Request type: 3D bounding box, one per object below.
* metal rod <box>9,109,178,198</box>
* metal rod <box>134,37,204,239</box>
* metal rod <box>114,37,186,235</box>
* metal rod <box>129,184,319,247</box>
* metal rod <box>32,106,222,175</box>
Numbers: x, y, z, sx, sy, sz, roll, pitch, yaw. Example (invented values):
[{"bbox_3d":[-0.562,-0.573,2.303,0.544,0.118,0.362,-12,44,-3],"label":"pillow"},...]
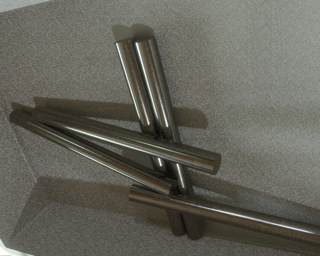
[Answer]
[{"bbox_3d":[-0.113,0.030,0.467,0.301,0.025,0.025,21,127,21],"label":"metal rod"},{"bbox_3d":[0.019,0.031,0.413,0.025,0.025,0.298,-1,118,28],"label":"metal rod"},{"bbox_3d":[-0.005,0.028,0.423,0.025,0.025,0.298,-1,118,28],"label":"metal rod"},{"bbox_3d":[0.103,0.116,0.401,0.301,0.025,0.025,10,123,16],"label":"metal rod"},{"bbox_3d":[-0.064,0.009,0.419,0.300,0.025,0.025,14,125,28],"label":"metal rod"}]
